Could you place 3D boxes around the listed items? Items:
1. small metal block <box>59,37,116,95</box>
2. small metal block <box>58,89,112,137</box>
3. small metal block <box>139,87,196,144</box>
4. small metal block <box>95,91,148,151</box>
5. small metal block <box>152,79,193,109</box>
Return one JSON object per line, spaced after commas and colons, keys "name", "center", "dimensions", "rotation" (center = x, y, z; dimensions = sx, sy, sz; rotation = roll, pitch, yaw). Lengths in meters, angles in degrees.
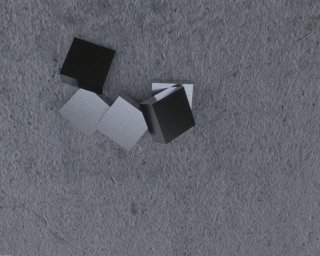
{"name": "small metal block", "center": [-0.085, -0.073, 0.370], "dimensions": [0.050, 0.025, 0.050], "rotation": [18, 72, -7]}
{"name": "small metal block", "center": [-0.092, -0.025, 0.400], "dimensions": [0.050, 0.025, 0.050], "rotation": [-43, 105, 14]}
{"name": "small metal block", "center": [0.010, -0.016, 0.365], "dimensions": [0.050, 0.025, 0.050], "rotation": [-32, 113, -31]}
{"name": "small metal block", "center": [-0.043, -0.008, 0.379], "dimensions": [0.050, 0.025, 0.050], "rotation": [36, 106, -13]}
{"name": "small metal block", "center": [0.015, -0.035, 0.398], "dimensions": [0.050, 0.025, 0.050], "rotation": [2, 110, -1]}
